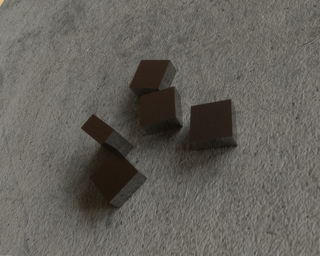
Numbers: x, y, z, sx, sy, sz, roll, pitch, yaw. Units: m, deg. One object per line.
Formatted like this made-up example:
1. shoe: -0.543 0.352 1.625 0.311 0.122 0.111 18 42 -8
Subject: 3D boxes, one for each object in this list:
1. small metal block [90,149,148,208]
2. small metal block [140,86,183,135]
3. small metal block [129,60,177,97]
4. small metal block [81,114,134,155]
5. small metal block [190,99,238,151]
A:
1. small metal block: -0.053 0.063 0.393 0.050 0.025 0.050 -47 51 -5
2. small metal block: 0.002 -0.023 0.417 0.050 0.025 0.050 -14 56 20
3. small metal block: -0.010 -0.072 0.453 0.050 0.025 0.050 7 65 31
4. small metal block: -0.070 0.013 0.417 0.050 0.050 0.025 32 80 38
5. small metal block: 0.064 -0.003 0.372 0.050 0.025 0.050 -9 58 23
